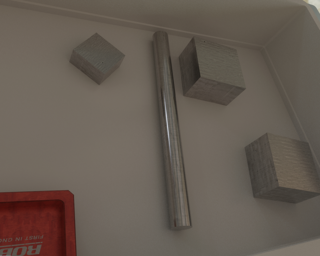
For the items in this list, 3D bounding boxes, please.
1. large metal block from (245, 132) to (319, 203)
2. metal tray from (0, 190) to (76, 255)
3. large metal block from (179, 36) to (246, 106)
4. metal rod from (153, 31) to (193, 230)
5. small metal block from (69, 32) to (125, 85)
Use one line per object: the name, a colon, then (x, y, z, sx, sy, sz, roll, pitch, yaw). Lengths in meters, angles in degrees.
large metal block: (0.178, 0.060, 0.452, 0.081, 0.050, 0.080, 12, 57, -22)
metal tray: (-0.141, 0.103, 0.263, 0.131, 0.030, 0.090, 4, 60, -27)
large metal block: (0.080, -0.089, 0.489, 0.081, 0.050, 0.080, 10, 58, -23)
metal rod: (0.012, -0.017, 0.423, 0.025, 0.025, 0.299, 9, 58, -24)
small metal block: (-0.084, -0.094, 0.419, 0.050, 0.025, 0.050, 38, 51, -3)
